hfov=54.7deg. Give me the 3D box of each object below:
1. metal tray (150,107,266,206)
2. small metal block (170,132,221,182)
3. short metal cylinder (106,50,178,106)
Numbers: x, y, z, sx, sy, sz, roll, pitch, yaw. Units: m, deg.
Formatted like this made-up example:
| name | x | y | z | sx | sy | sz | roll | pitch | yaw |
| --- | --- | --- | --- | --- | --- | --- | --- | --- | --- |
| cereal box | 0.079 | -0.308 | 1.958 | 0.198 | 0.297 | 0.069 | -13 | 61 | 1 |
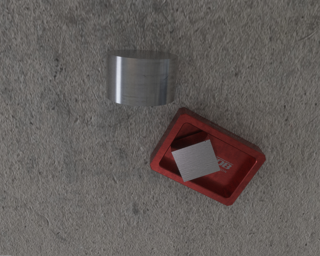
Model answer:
| name | x | y | z | sx | sy | sz | roll | pitch | yaw |
| --- | --- | --- | --- | --- | --- | --- | --- | --- | --- |
| metal tray | 0.063 | 0.041 | 0.422 | 0.131 | 0.030 | 0.090 | 27 | 108 | -10 |
| small metal block | 0.046 | 0.037 | 0.407 | 0.050 | 0.025 | 0.050 | -19 | 116 | 7 |
| short metal cylinder | -0.021 | -0.060 | 0.358 | 0.081 | 0.080 | 0.050 | 3 | 110 | -1 |
